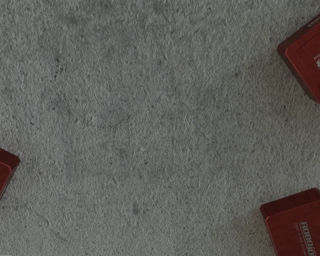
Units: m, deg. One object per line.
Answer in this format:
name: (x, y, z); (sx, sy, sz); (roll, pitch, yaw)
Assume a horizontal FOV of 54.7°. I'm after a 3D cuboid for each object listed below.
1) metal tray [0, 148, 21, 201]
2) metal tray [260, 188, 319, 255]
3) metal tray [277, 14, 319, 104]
metal tray: (-0.267, 0.078, 0.433); (0.090, 0.030, 0.129); (30, 107, -11)
metal tray: (0.215, 0.163, 0.469); (0.090, 0.030, 0.129); (-21, 109, 7)
metal tray: (0.222, -0.101, 0.371); (0.130, 0.030, 0.090); (-38, 106, 12)
